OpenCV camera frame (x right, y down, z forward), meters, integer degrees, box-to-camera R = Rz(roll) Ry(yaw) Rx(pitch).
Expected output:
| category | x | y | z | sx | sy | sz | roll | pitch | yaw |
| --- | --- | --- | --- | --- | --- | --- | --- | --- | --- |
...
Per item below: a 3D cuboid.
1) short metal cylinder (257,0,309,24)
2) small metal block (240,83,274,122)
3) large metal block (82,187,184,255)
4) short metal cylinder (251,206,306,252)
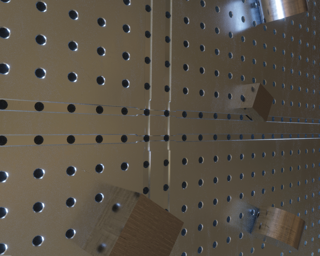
| category | x | y | z | sx | sy | sz | roll | pitch | yaw |
| --- | --- | --- | --- | --- | --- | --- | --- | --- | --- |
| short metal cylinder | 0.220 | -0.225 | 0.557 | 0.081 | 0.080 | 0.050 | -28 | 108 | -37 |
| small metal block | 0.174 | -0.045 | 0.555 | 0.050 | 0.025 | 0.050 | 35 | 68 | -35 |
| large metal block | -0.029 | 0.128 | 0.369 | 0.080 | 0.050 | 0.080 | 42 | 64 | -32 |
| short metal cylinder | 0.209 | 0.178 | 0.549 | 0.080 | 0.080 | 0.050 | 39 | 66 | -33 |
